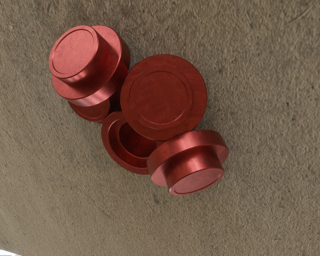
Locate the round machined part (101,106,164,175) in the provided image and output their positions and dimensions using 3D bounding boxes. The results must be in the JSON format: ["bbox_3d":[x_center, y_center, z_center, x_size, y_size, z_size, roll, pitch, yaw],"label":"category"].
[{"bbox_3d":[-0.026,0.011,0.416,0.098,0.042,0.097,13,124,20],"label":"round machined part"}]

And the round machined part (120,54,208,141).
[{"bbox_3d":[0.003,-0.034,0.345,0.099,0.042,0.097,1,95,7],"label":"round machined part"}]

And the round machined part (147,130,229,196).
[{"bbox_3d":[0.037,0.047,0.370,0.097,0.099,0.042,-50,48,39],"label":"round machined part"}]

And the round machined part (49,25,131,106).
[{"bbox_3d":[-0.087,-0.078,0.356,0.098,0.098,0.042,1,160,27],"label":"round machined part"}]

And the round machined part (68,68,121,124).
[{"bbox_3d":[-0.086,-0.047,0.413,0.098,0.042,0.097,13,124,20],"label":"round machined part"}]
